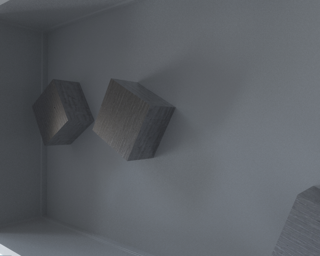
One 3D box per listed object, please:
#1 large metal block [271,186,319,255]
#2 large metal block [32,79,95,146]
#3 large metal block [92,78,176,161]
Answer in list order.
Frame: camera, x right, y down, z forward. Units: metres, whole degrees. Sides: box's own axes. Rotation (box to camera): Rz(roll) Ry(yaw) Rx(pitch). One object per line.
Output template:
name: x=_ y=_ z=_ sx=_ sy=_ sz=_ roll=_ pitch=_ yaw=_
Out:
large metal block: x=0.150 y=0.108 z=0.266 sx=0.080 sy=0.050 sz=0.079 roll=27 pitch=107 yaw=37
large metal block: x=-0.167 y=-0.025 z=0.529 sx=0.080 sy=0.050 sz=0.080 roll=-39 pitch=66 yaw=33
large metal block: x=-0.037 y=-0.012 z=0.422 sx=0.080 sy=0.050 sz=0.079 roll=36 pitch=112 yaw=34
